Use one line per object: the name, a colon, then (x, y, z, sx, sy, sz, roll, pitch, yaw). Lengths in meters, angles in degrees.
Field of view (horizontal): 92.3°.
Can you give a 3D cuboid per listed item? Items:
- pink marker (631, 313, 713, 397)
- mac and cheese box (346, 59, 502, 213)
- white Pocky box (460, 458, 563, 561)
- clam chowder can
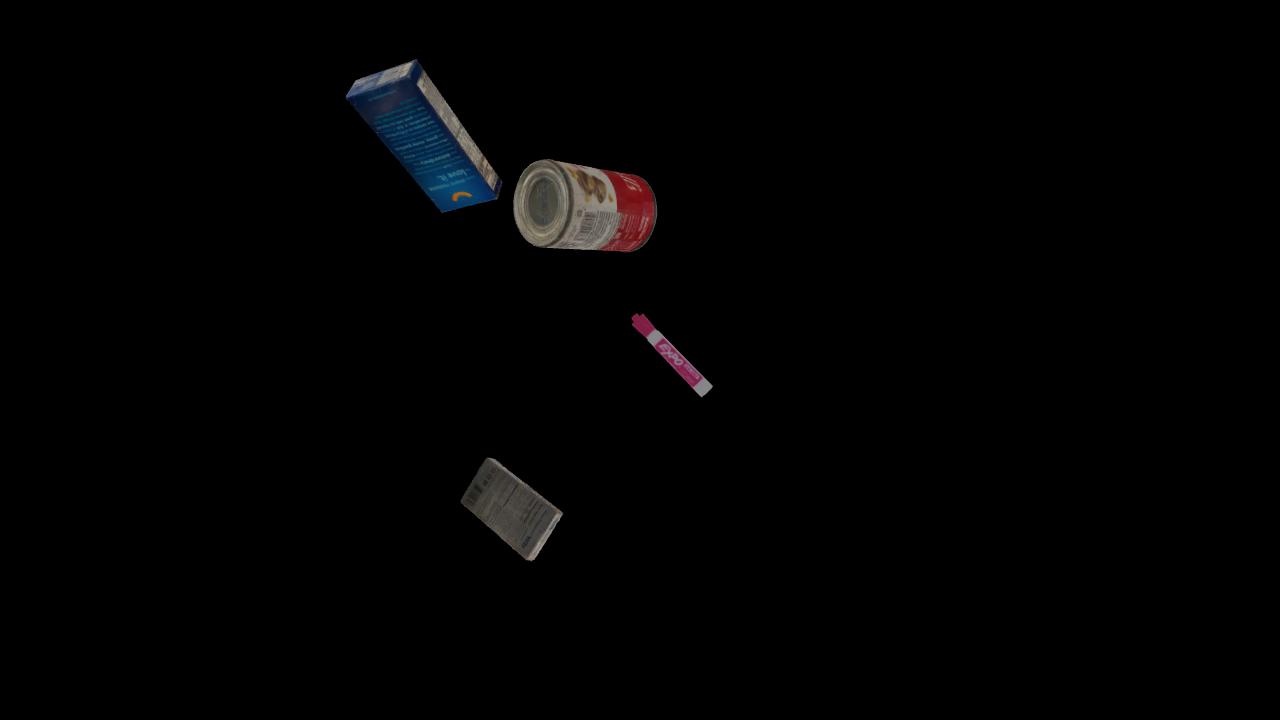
pink marker: (0.035, -0.007, 0.701, 0.020, 0.121, 0.020, -44, -4, -3)
mac and cheese box: (-0.261, -0.270, 0.765, 0.093, 0.041, 0.184, -9, -36, 19)
white Pocky box: (-0.196, 0.222, 0.929, 0.154, 0.084, 0.028, 30, -3, 26)
clam chowder can: (-0.044, -0.123, 0.504, 0.068, 0.068, 0.102, 0, 7, 41)
